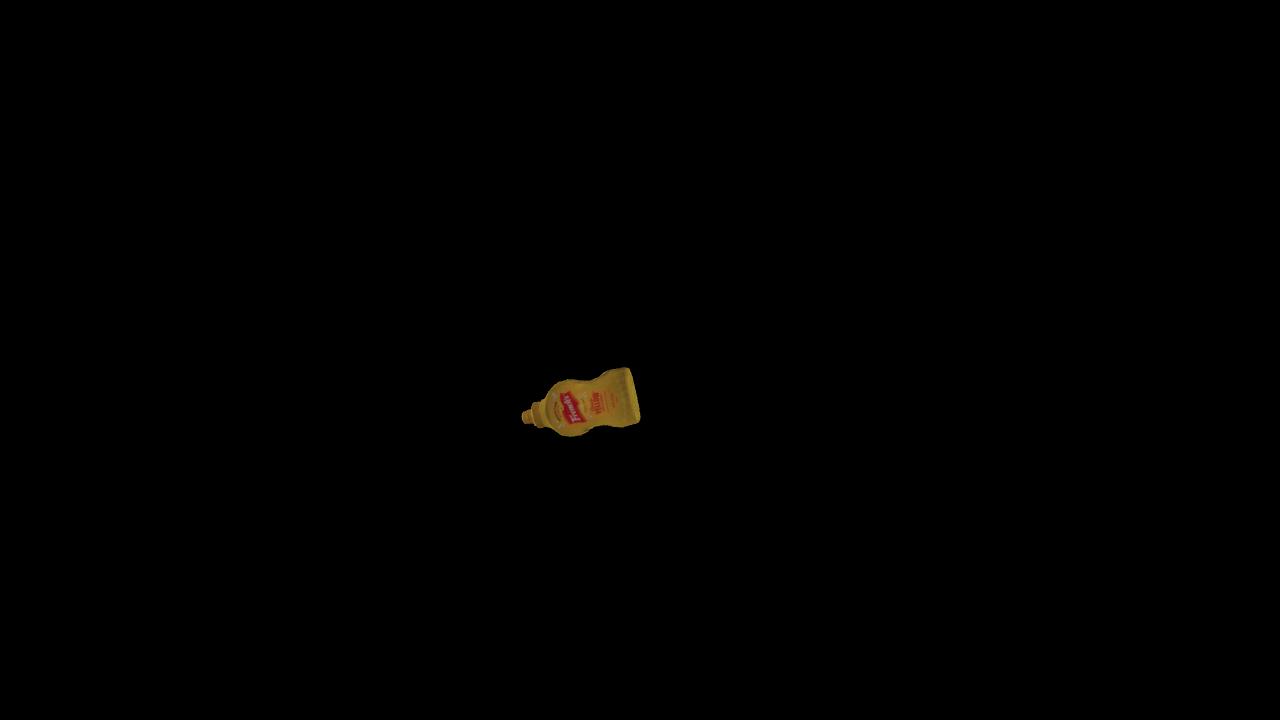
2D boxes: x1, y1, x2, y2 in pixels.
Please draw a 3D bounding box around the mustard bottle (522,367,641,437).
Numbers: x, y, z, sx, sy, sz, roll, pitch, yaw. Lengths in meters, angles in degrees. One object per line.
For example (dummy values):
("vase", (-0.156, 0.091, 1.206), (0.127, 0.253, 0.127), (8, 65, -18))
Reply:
("mustard bottle", (-0.097, 0.073, 0.957), (0.184, 0.092, 0.054), (-12, 5, 9))
